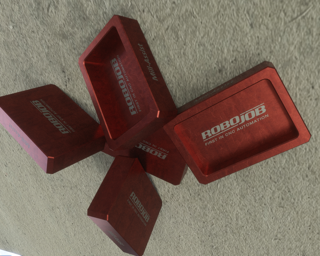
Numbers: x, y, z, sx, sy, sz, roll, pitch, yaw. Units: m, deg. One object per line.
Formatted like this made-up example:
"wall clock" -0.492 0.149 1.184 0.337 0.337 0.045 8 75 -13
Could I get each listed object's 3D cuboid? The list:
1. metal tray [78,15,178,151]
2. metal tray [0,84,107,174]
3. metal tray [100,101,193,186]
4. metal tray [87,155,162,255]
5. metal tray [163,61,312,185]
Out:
"metal tray" -0.042 -0.050 0.357 0.090 0.030 0.130 -36 70 38
"metal tray" -0.147 -0.005 0.419 0.130 0.091 0.030 39 131 23
"metal tray" -0.019 0.014 0.422 0.130 0.030 0.089 23 127 13
"metal tray" -0.042 0.110 0.430 0.030 0.090 0.130 6 142 26
"metal tray" 0.081 -0.002 0.339 0.130 0.030 0.090 -28 104 22
